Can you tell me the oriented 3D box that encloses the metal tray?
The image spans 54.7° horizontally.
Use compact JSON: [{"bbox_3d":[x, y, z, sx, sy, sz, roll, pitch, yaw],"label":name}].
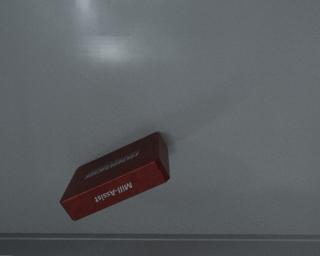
[{"bbox_3d":[-0.054,0.058,0.397,0.130,0.090,0.030,-25,109,8],"label":"metal tray"}]
